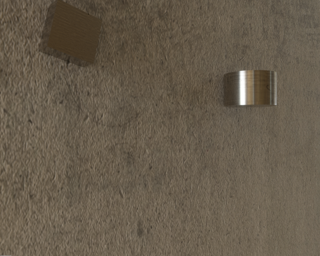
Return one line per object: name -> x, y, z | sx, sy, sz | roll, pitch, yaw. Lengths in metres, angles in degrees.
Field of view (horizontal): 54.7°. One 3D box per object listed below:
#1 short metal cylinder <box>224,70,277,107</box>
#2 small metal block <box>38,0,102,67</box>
short metal cylinder -> 0.141, -0.059, 0.487 | 0.081, 0.080, 0.050 | -1, 91, -40
small metal block -> -0.093, -0.098, 0.326 | 0.050, 0.025, 0.050 | 16, 80, -39
